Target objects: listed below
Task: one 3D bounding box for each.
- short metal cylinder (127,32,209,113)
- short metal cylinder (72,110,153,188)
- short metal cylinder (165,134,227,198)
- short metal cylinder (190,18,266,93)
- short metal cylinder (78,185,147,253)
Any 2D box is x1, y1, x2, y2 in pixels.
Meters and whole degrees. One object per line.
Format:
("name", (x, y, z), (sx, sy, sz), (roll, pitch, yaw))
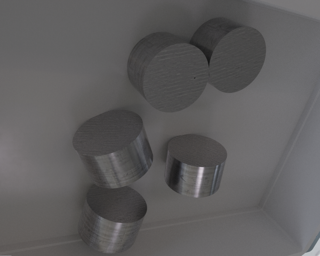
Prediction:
("short metal cylinder", (0.009, -0.065, 0.357), (0.081, 0.050, 0.079), (-14, 124, -21))
("short metal cylinder", (-0.053, 0.023, 0.358), (0.080, 0.080, 0.050), (-25, 128, -13))
("short metal cylinder", (0.048, 0.051, 0.430), (0.081, 0.080, 0.050), (-8, 122, -24))
("short metal cylinder", (0.081, -0.090, 0.381), (0.081, 0.050, 0.079), (-14, 124, -21))
("short metal cylinder", (-0.063, 0.116, 0.411), (0.081, 0.080, 0.050), (6, 116, -31))
